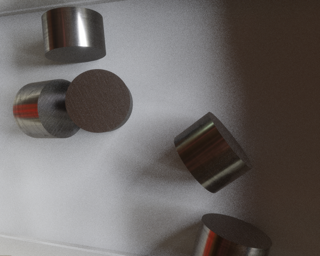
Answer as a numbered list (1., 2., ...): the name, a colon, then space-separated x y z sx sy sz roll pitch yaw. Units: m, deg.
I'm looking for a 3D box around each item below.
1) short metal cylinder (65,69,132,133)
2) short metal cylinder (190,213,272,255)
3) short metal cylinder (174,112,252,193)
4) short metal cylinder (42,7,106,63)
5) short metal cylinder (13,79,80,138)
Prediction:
1. short metal cylinder: -0.078 -0.034 0.410 0.081 0.050 0.079 0 90 -1
2. short metal cylinder: 0.080 0.139 0.353 0.080 0.080 0.050 17 96 19
3. short metal cylinder: 0.061 0.028 0.359 0.050 0.080 0.080 -38 78 16
4. short metal cylinder: -0.116 -0.123 0.421 0.080 0.080 0.050 -6 88 19
5. short metal cylinder: -0.151 -0.026 0.428 0.050 0.080 0.079 -1 90 32
